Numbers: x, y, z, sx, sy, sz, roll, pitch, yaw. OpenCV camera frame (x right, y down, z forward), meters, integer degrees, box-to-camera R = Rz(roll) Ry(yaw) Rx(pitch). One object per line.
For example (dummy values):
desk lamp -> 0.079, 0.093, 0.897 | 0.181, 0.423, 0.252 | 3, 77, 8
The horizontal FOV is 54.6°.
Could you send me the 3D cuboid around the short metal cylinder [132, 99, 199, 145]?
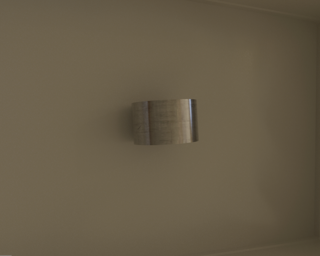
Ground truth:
short metal cylinder -> 0.006, -0.007, 0.383 | 0.081, 0.080, 0.050 | -4, 92, -20
